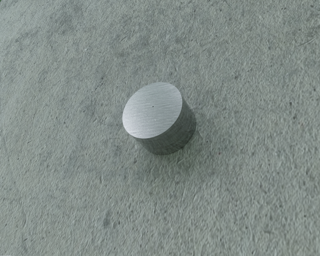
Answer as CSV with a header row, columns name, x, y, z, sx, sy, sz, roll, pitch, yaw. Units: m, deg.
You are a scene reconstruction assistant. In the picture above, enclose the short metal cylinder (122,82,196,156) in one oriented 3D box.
name,x,y,z,sx,sy,sz,roll,pitch,yaw
short metal cylinder,0.000,-0.011,0.395,0.080,0.050,0.080,-13,56,20
